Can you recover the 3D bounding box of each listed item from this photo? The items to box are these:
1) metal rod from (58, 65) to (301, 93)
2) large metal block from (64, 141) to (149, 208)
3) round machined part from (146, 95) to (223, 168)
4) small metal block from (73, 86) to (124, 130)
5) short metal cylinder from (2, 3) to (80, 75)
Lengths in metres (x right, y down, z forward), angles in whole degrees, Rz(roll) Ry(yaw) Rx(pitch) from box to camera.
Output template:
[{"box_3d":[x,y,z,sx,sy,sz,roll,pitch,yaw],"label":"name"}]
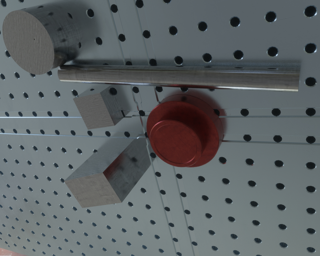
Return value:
[{"box_3d":[0.002,-0.062,0.370,0.301,0.025,0.025,6,121,24],"label":"metal rod"},{"box_3d":[-0.077,0.068,0.457,0.080,0.080,0.050,-17,110,34],"label":"large metal block"},{"box_3d":[0.026,0.011,0.392,0.098,0.042,0.097,13,124,20],"label":"round machined part"},{"box_3d":[-0.087,-0.028,0.438,0.050,0.025,0.050,-8,115,31],"label":"small metal block"},{"box_3d":[-0.153,-0.116,0.402,0.080,0.050,0.079,13,124,20],"label":"short metal cylinder"}]
